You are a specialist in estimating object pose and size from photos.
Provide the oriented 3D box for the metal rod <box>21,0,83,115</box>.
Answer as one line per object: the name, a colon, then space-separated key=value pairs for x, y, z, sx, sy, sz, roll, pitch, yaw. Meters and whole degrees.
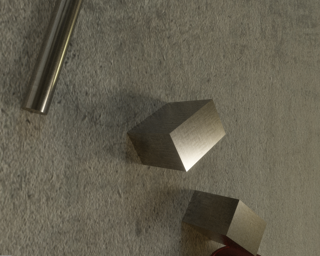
metal rod: x=-0.089 y=-0.159 z=0.331 sx=0.025 sy=0.025 sz=0.299 roll=22 pitch=76 yaw=-38

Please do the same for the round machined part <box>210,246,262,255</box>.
round machined part: x=0.110 y=0.206 z=0.454 sx=0.099 sy=0.098 sz=0.042 roll=-17 pitch=93 yaw=-39

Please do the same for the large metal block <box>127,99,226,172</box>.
large metal block: x=0.020 y=0.007 z=0.388 sx=0.080 sy=0.080 sz=0.050 roll=-38 pitch=114 yaw=-34

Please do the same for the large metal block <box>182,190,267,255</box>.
large metal block: x=0.094 y=0.137 z=0.451 sx=0.080 sy=0.080 sz=0.050 roll=41 pitch=65 yaw=-33
